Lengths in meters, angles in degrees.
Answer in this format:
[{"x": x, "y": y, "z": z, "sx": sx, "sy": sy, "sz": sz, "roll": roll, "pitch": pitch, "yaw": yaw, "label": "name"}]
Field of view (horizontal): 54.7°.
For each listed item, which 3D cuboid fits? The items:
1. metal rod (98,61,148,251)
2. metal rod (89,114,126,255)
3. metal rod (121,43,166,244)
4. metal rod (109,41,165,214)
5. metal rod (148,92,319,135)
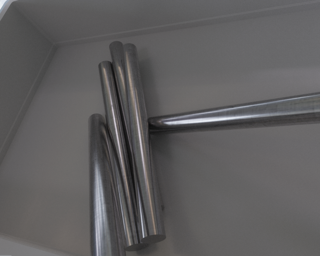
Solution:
[{"x": -0.058, "y": 0.014, "z": 0.427, "sx": 0.025, "sy": 0.025, "sz": 0.299, "roll": -25, "pitch": 53, "yaw": 13, "label": "metal rod"}, {"x": -0.063, "y": 0.046, "z": 0.329, "sx": 0.025, "sy": 0.025, "sz": 0.300, "roll": -37, "pitch": 25, "yaw": 3, "label": "metal rod"}, {"x": -0.028, "y": -0.007, "z": 0.396, "sx": 0.025, "sy": 0.025, "sz": 0.300, "roll": -22, "pitch": 51, "yaw": 15, "label": "metal rod"}, {"x": -0.041, "y": -0.023, "z": 0.441, "sx": 0.025, "sy": 0.025, "sz": 0.299, "roll": -26, "pitch": 53, "yaw": 12, "label": "metal rod"}, {"x": 0.083, "y": -0.012, "z": 0.297, "sx": 0.299, "sy": 0.025, "sz": 0.025, "roll": -6, "pitch": 56, "yaw": 52, "label": "metal rod"}]
